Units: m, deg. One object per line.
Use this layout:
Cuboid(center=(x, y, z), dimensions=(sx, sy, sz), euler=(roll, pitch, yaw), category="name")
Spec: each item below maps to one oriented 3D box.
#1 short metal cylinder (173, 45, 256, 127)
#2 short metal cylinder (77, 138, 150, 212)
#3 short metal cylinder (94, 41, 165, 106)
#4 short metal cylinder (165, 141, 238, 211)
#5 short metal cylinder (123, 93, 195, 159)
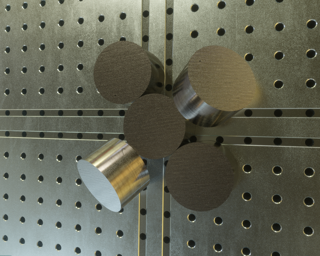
Cuboid(center=(0.061, -0.046, 0.356), dimensions=(0.081, 0.050, 0.080), euler=(6, 68, -16), category="short metal cylinder")
Cuboid(center=(-0.060, 0.060, 0.397), dimensions=(0.080, 0.050, 0.079), euler=(30, 140, 29), category="short metal cylinder")
Cuboid(center=(-0.040, -0.070, 0.412), dimensions=(0.080, 0.050, 0.079), euler=(0, 90, 19), category="short metal cylinder")
Cuboid(center=(0.053, 0.056, 0.380), dimensions=(0.080, 0.050, 0.079), euler=(0, 90, 19), category="short metal cylinder")
Cuboid(center=(0.000, -0.002, 0.398), dimensions=(0.080, 0.050, 0.079), euler=(0, 90, 19), category="short metal cylinder")
